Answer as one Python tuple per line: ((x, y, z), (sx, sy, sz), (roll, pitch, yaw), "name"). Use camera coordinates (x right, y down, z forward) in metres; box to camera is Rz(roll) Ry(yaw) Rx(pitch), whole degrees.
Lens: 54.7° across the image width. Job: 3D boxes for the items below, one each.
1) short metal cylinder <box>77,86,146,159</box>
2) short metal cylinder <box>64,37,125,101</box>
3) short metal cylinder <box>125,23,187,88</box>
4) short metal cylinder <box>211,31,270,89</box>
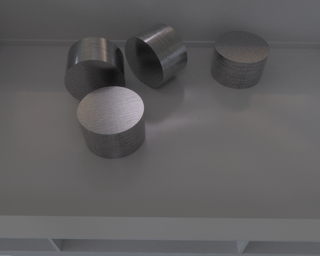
((-0.060, -0.008, 0.395), (0.080, 0.050, 0.080), (0, 50, 0), "short metal cylinder")
((-0.090, -0.079, 0.435), (0.081, 0.080, 0.050), (-5, 50, -4), "short metal cylinder")
((-0.006, -0.107, 0.459), (0.080, 0.080, 0.050), (37, 59, 26), "short metal cylinder")
((0.122, -0.106, 0.478), (0.080, 0.050, 0.080), (0, 50, 0), "short metal cylinder")
